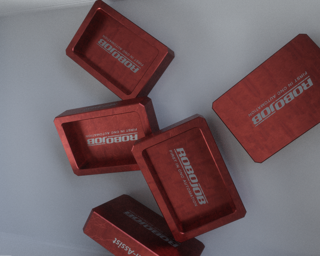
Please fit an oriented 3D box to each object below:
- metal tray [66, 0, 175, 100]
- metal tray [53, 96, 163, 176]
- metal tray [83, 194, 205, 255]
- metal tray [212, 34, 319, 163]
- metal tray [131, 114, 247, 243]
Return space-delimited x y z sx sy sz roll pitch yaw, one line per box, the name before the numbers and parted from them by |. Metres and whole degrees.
metal tray | -0.057 -0.103 0.426 0.130 0.030 0.090 39 102 15
metal tray | -0.066 0.014 0.412 0.130 0.030 0.089 -8 110 19
metal tray | -0.016 0.135 0.380 0.130 0.090 0.030 28 100 17
metal tray | 0.139 -0.032 0.359 0.130 0.030 0.090 -39 78 15
metal tray | 0.034 0.059 0.367 0.090 0.030 0.129 -24 97 5
